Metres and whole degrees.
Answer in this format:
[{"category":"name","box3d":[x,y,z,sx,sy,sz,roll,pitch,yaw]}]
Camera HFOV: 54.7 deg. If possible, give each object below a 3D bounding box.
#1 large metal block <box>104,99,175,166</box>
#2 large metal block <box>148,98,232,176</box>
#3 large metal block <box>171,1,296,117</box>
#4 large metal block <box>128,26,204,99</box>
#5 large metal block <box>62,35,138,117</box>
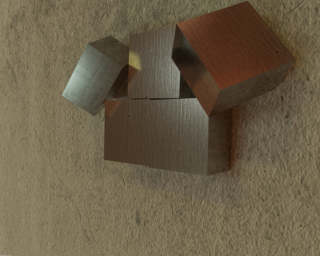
[{"category":"large metal block","box3d":[-0.028,0.004,0.410,0.080,0.050,0.079,2,91,39]},{"category":"large metal block","box3d":[0.034,0.008,0.358,0.080,0.050,0.079,2,91,39]},{"category":"large metal block","box3d":[0.067,-0.069,0.306,0.080,0.081,0.050,62,164,21]},{"category":"large metal block","box3d":[0.008,-0.075,0.382,0.080,0.050,0.079,4,92,39]},{"category":"large metal block","box3d":[-0.078,-0.073,0.423,0.050,0.080,0.080,34,116,-3]}]
